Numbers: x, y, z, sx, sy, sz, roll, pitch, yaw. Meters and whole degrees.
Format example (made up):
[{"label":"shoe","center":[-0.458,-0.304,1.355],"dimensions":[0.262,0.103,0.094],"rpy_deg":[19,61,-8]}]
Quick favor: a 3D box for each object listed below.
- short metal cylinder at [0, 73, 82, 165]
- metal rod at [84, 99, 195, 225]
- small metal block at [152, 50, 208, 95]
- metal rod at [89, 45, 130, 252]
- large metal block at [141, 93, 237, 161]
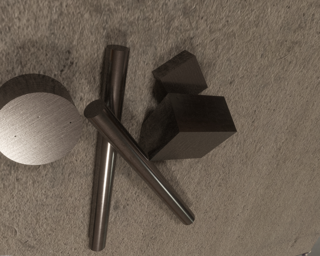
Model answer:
[{"label":"short metal cylinder","center":[-0.126,-0.009,0.317],"dimensions":[0.081,0.050,0.079],"rpy_deg":[-14,125,-21]},{"label":"metal rod","center":[-0.010,0.067,0.424],"dimensions":[0.025,0.025,0.300],"rpy_deg":[-37,136,-4]},{"label":"small metal block","center":[0.025,-0.060,0.385],"dimensions":[0.050,0.025,0.050],"rpy_deg":[-35,129,-6]},{"label":"metal rod","center":[-0.069,0.045,0.397],"dimensions":[0.025,0.025,0.298],"rpy_deg":[-4,120,-27]},{"label":"large metal block","center":[0.033,0.001,0.388],"dimensions":[0.081,0.050,0.080],"rpy_deg":[0,152,-29]}]
